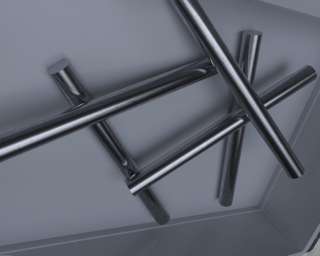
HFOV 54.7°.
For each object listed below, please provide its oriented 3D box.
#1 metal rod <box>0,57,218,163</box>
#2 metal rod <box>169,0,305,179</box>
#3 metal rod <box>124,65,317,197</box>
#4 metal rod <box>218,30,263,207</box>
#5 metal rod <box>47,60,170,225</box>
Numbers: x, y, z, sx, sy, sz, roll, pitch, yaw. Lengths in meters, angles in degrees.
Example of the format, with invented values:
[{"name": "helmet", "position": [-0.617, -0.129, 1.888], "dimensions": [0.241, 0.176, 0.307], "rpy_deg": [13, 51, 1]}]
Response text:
[{"name": "metal rod", "position": [-0.041, -0.030, 0.340], "dimensions": [0.302, 0.025, 0.025], "rpy_deg": [-25, 128, -24]}, {"name": "metal rod", "position": [0.107, -0.041, 0.388], "dimensions": [0.025, 0.025, 0.300], "rpy_deg": [-41, 113, -1]}, {"name": "metal rod", "position": [0.087, -0.001, 0.421], "dimensions": [0.301, 0.025, 0.025], "rpy_deg": [-32, 129, -8]}, {"name": "metal rod", "position": [0.118, 0.005, 0.475], "dimensions": [0.025, 0.025, 0.298], "rpy_deg": [-13, 124, -21]}, {"name": "metal rod", "position": [-0.049, 0.042, 0.407], "dimensions": [0.025, 0.025, 0.299], "rpy_deg": [-33, 129, -7]}]
